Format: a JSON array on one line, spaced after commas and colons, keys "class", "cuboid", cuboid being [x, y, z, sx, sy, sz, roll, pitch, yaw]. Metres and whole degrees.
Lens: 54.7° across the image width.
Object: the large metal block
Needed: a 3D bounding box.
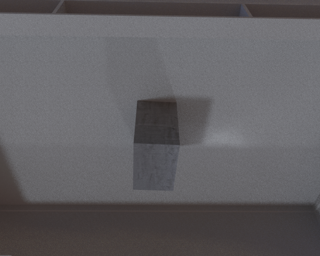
[{"class": "large metal block", "cuboid": [-0.006, 0.022, 0.392, 0.050, 0.080, 0.079, 3, 130, -3]}]
